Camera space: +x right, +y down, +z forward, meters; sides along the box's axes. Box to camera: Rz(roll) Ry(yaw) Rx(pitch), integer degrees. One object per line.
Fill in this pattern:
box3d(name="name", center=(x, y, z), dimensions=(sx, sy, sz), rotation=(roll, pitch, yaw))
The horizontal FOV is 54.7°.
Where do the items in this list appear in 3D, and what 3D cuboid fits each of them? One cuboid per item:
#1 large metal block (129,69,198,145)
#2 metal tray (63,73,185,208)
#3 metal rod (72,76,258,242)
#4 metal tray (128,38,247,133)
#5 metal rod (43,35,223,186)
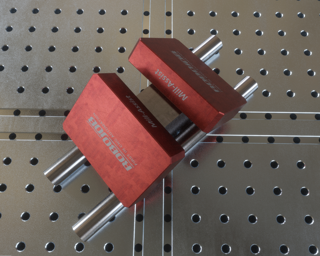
box3d(name="large metal block", center=(0.001, -0.016, 0.388), dimensions=(0.080, 0.080, 0.050), rotation=(-40, 75, -13))
box3d(name="metal tray", center=(-0.045, 0.012, 0.349), dimensions=(0.130, 0.030, 0.090), rotation=(48, 120, 15))
box3d(name="metal rod", center=(0.016, 0.031, 0.401), dimensions=(0.301, 0.025, 0.025), rotation=(-40, 75, -14))
box3d(name="metal tray", center=(0.035, -0.057, 0.375), dimensions=(0.130, 0.030, 0.091), rotation=(45, 32, 14))
box3d(name="metal rod", center=(-0.027, -0.032, 0.423), dimensions=(0.301, 0.025, 0.025), rotation=(-41, 75, -14))
